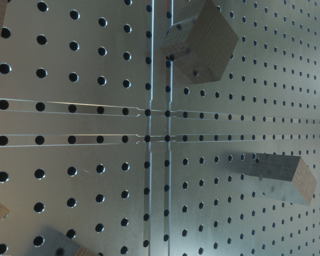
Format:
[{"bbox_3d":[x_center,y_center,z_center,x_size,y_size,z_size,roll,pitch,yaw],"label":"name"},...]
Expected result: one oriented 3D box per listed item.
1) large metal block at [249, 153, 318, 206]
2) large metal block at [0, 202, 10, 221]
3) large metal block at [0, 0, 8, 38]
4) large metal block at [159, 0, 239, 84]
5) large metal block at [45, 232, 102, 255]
[{"bbox_3d":[0.222,0.091,0.557,0.080,0.080,0.050,46,62,-30],"label":"large metal block"},{"bbox_3d":[-0.172,0.069,0.229,0.080,0.080,0.050,-49,119,-28],"label":"large metal block"},{"bbox_3d":[-0.172,-0.109,0.248,0.081,0.050,0.080,13,82,-39],"label":"large metal block"},{"bbox_3d":[0.058,-0.121,0.440,0.080,0.050,0.080,40,66,-33],"label":"large metal block"},{"bbox_3d":[-0.087,0.168,0.320,0.080,0.050,0.080,45,63,-31],"label":"large metal block"}]
